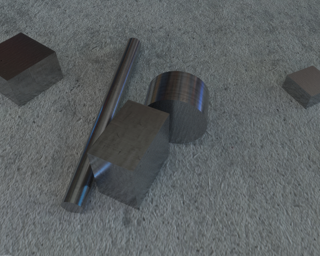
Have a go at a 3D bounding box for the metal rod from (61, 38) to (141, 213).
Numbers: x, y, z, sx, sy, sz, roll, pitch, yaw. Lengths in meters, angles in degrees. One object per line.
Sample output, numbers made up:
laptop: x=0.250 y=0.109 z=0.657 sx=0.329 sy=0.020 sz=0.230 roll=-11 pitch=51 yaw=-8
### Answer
metal rod: x=-0.069 y=-0.028 z=0.426 sx=0.025 sy=0.025 sz=0.300 roll=8 pitch=50 yaw=6

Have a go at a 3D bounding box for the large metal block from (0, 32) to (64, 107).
large metal block: x=-0.207 y=-0.089 z=0.460 sx=0.080 sy=0.050 sz=0.080 roll=31 pitch=56 yaw=23

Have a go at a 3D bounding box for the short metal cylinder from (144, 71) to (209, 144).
short metal cylinder: x=0.020 y=-0.024 z=0.388 sx=0.080 sy=0.080 sz=0.050 roll=7 pitch=50 yaw=5

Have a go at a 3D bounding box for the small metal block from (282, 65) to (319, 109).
small metal block: x=0.220 y=-0.061 z=0.456 sx=0.050 sy=0.025 sz=0.050 roll=-21 pitch=53 yaw=-17

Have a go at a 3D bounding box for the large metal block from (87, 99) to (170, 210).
large metal block: x=-0.030 y=0.030 z=0.343 sx=0.050 sy=0.080 sz=0.080 roll=20 pitch=53 yaw=16
